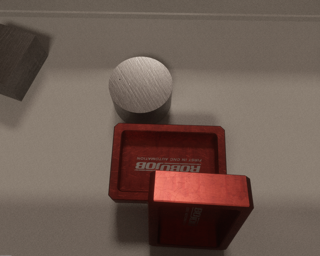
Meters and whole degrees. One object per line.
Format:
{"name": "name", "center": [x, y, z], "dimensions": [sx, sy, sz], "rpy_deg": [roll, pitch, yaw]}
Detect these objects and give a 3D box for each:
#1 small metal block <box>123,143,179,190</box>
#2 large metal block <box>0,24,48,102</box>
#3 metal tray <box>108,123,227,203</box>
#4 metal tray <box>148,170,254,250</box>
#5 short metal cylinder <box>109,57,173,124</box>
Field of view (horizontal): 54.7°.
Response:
{"name": "small metal block", "center": [-0.012, 0.056, 0.389], "dimensions": [0.050, 0.025, 0.050], "rpy_deg": [38, 74, 12]}
{"name": "large metal block", "center": [-0.218, -0.094, 0.428], "dimensions": [0.080, 0.050, 0.080], "rpy_deg": [19, 71, 6]}
{"name": "metal tray", "center": [0.010, 0.043, 0.365], "dimensions": [0.131, 0.030, 0.090], "rpy_deg": [2, 70, 0]}
{"name": "metal tray", "center": [0.034, 0.090, 0.320], "dimensions": [0.091, 0.129, 0.030], "rpy_deg": [3, 53, 1]}
{"name": "short metal cylinder", "center": [-0.024, -0.047, 0.413], "dimensions": [0.081, 0.050, 0.080], "rpy_deg": [0, 70, 0]}
